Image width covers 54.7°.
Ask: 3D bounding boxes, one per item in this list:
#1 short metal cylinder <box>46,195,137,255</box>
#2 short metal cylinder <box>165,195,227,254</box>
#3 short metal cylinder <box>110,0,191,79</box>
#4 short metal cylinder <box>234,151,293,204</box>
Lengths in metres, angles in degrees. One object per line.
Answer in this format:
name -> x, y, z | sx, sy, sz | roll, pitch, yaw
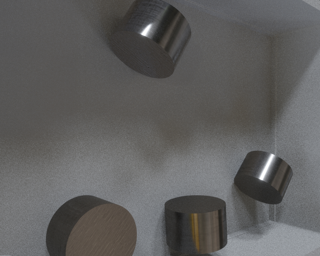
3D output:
short metal cylinder -> -0.072, 0.116, 0.330 | 0.081, 0.050, 0.080 | 0, 90, -40
short metal cylinder -> 0.047, 0.125, 0.411 | 0.081, 0.080, 0.050 | -5, 94, -40
short metal cylinder -> -0.010, -0.103, 0.362 | 0.080, 0.080, 0.050 | 39, 66, -33
short metal cylinder -> 0.171, 0.082, 0.514 | 0.080, 0.080, 0.050 | 50, 61, -28
